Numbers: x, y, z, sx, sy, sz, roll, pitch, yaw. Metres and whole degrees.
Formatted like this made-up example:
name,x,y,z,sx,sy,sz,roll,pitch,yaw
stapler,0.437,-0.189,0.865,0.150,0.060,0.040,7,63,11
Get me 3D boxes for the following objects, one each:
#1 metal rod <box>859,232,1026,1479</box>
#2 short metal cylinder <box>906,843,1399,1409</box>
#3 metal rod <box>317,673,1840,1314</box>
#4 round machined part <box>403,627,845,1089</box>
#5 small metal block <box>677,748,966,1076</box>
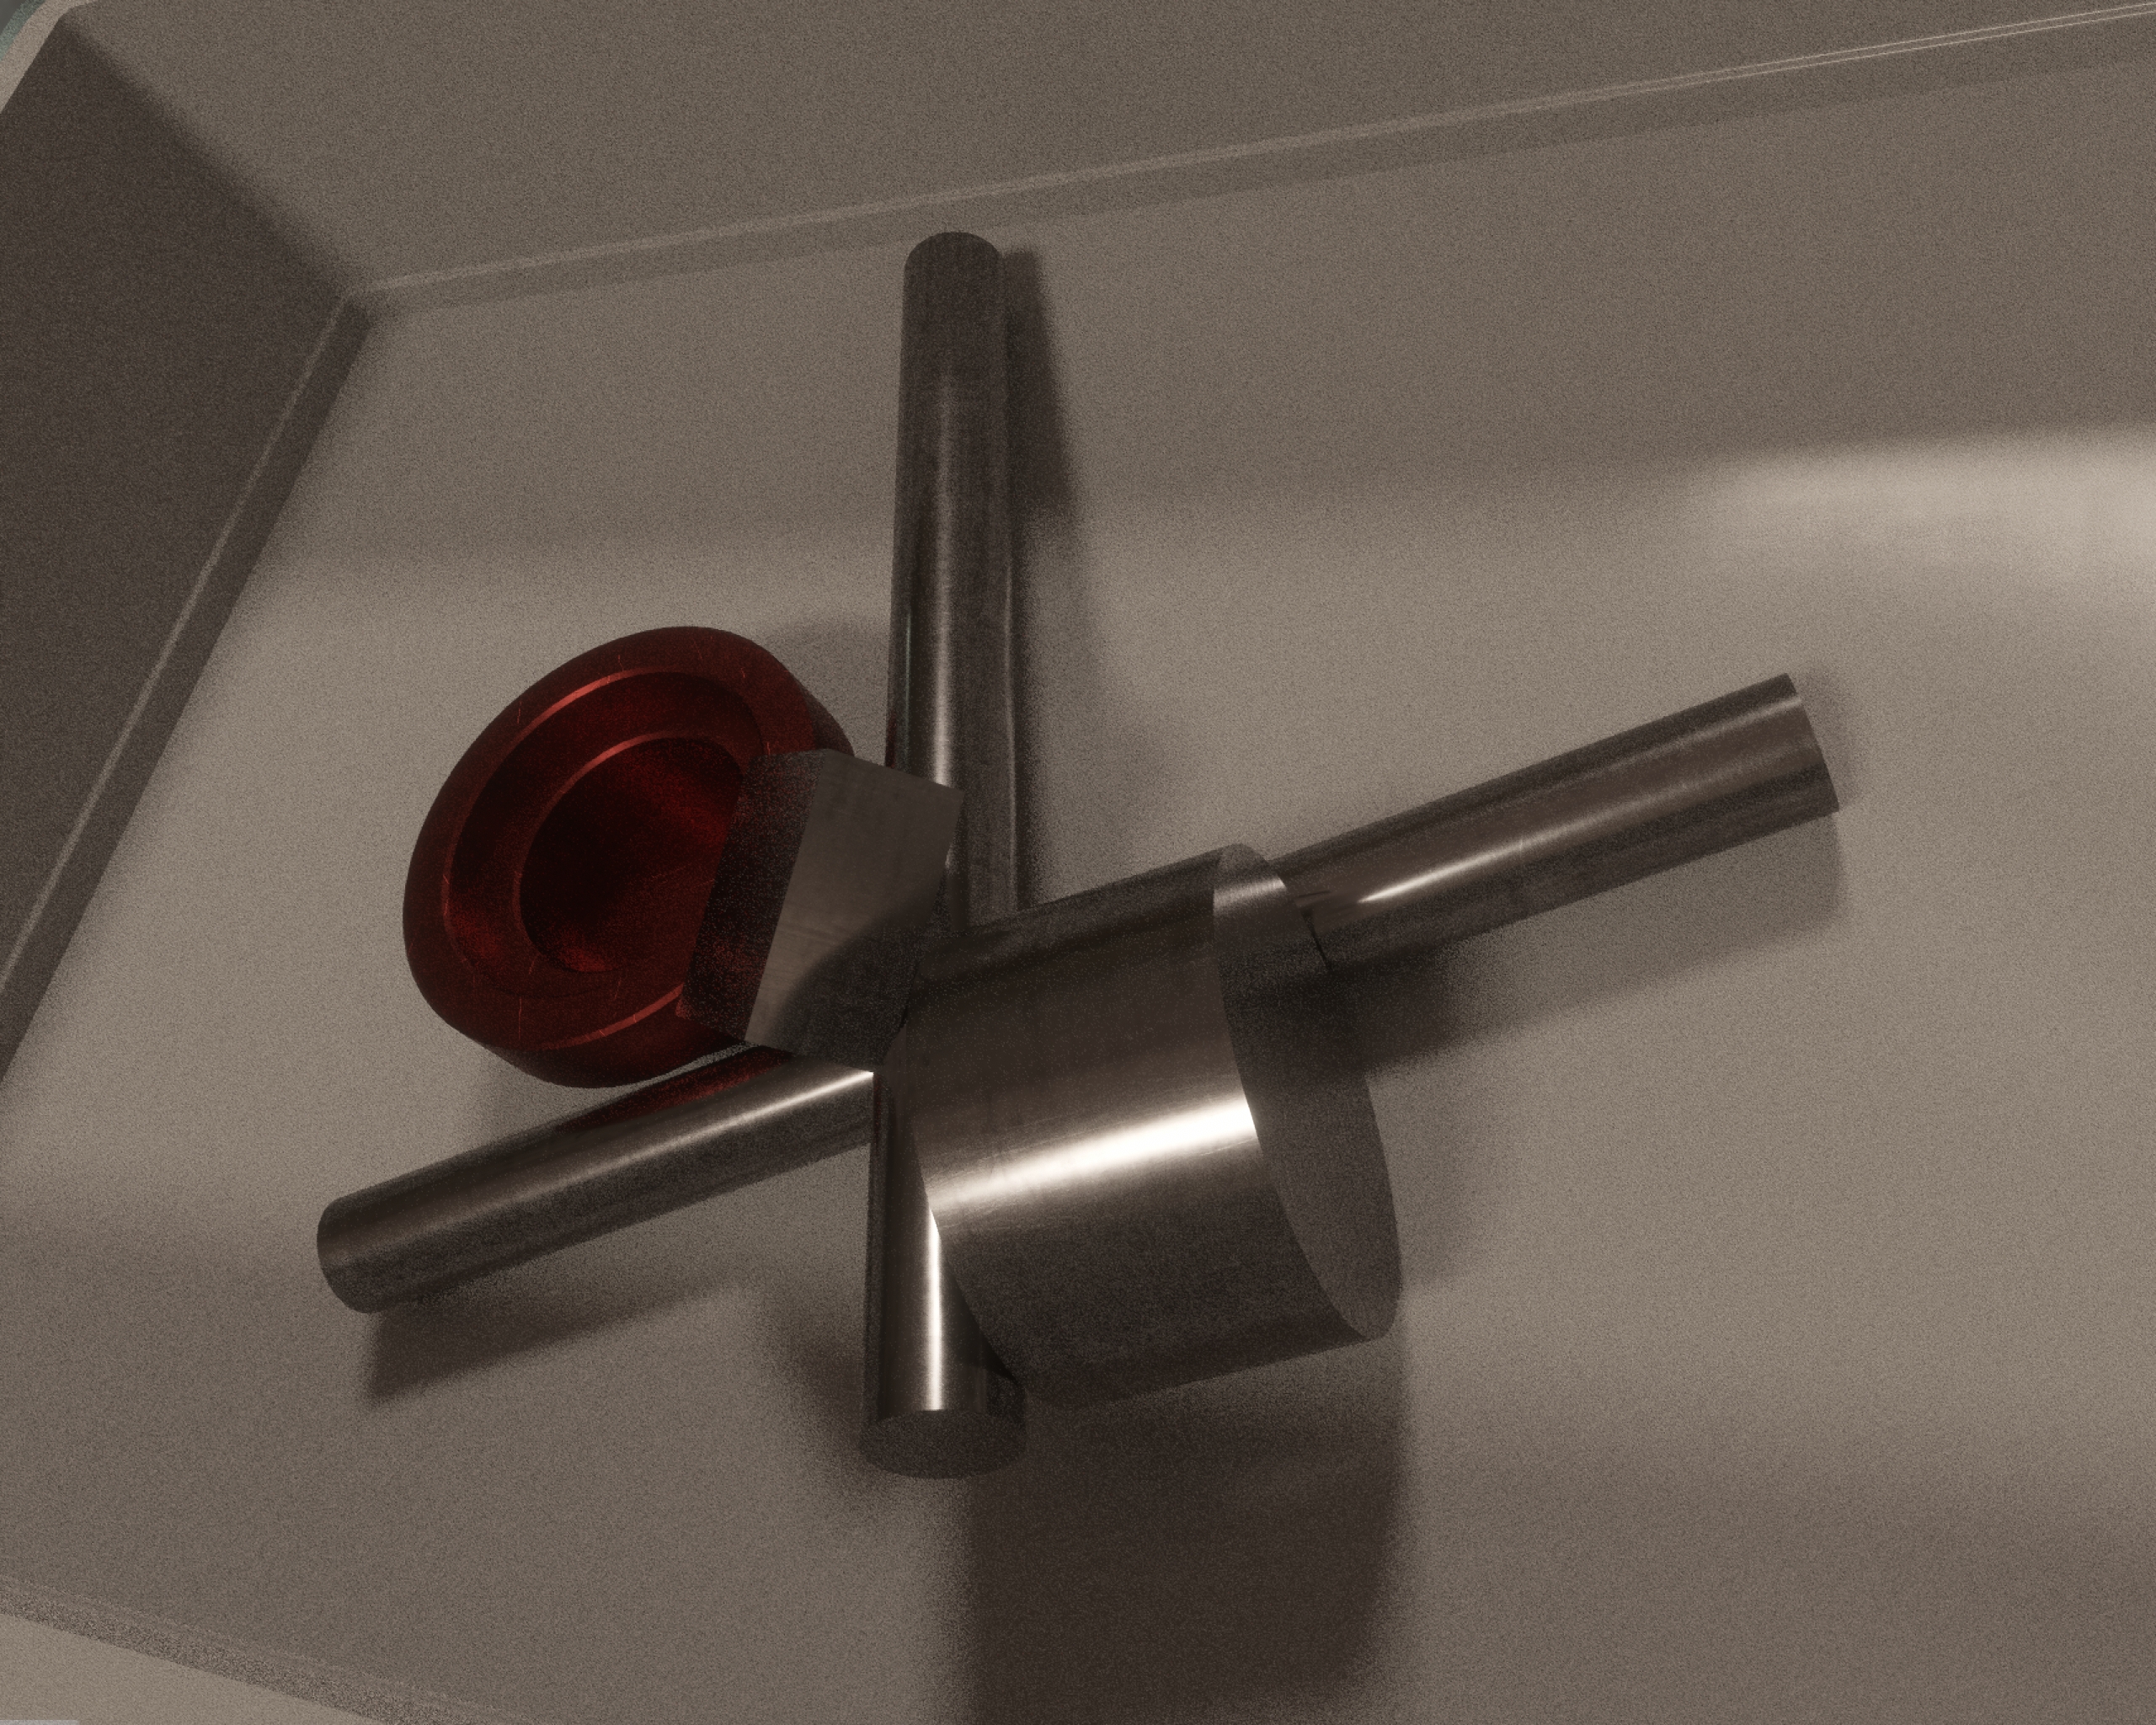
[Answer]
name,x,y,z,sx,sy,sz,roll,pitch,yaw
metal rod,-0.025,-0.027,0.409,0.025,0.025,0.300,-18,48,18
short metal cylinder,0.014,0.042,0.334,0.050,0.080,0.080,-18,55,18
metal rod,-0.012,0.030,0.390,0.301,0.025,0.025,-20,54,15
round machined part,-0.087,0.002,0.436,0.098,0.042,0.098,-13,56,20
small metal block,-0.047,0.008,0.369,0.050,0.025,0.050,2,76,66
